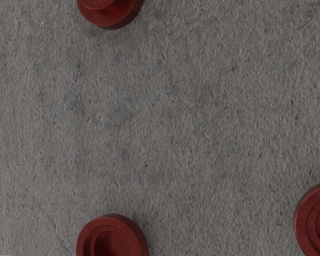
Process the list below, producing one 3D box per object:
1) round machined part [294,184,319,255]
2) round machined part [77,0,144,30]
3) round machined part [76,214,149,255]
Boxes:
[{"bbox_3d":[0.196,0.104,0.331,0.098,0.042,0.097,0,90,20],"label":"round machined part"},{"bbox_3d":[-0.074,-0.190,0.426,0.098,0.042,0.097,0,90,20],"label":"round machined part"},{"bbox_3d":[-0.060,0.165,0.421,0.098,0.042,0.097,0,90,20],"label":"round machined part"}]
